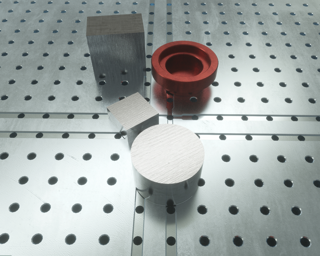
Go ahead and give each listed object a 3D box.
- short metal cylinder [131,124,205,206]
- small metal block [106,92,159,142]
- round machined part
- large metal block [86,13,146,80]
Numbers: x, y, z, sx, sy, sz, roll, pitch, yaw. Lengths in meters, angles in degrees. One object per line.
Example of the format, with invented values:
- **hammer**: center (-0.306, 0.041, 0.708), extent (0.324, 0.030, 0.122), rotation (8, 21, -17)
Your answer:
- **short metal cylinder**: center (0.008, 0.041, 0.356), extent (0.081, 0.050, 0.080), rotation (0, 50, 0)
- **small metal block**: center (-0.036, -0.016, 0.421), extent (0.050, 0.025, 0.050), rotation (-29, 56, -22)
- **round machined part**: center (0.036, -0.086, 0.469), extent (0.099, 0.042, 0.098), rotation (0, 50, 0)
- **large metal block**: center (-0.065, -0.124, 0.475), extent (0.081, 0.080, 0.050), rotation (-5, 50, -5)
